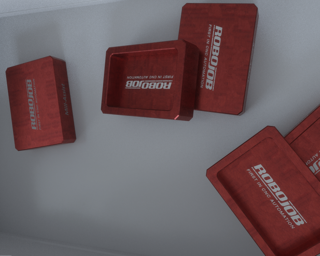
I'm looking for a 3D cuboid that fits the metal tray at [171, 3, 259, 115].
[{"bbox_3d":[0.066,-0.085,0.384,0.090,0.030,0.129,9,93,19],"label":"metal tray"}]

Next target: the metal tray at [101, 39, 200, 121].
[{"bbox_3d":[-0.017,-0.058,0.391,0.130,0.030,0.089,6,91,38],"label":"metal tray"}]

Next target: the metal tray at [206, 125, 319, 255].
[{"bbox_3d":[0.124,0.073,0.331,0.090,0.030,0.130,-39,78,15],"label":"metal tray"}]

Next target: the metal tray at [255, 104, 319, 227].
[{"bbox_3d":[0.181,0.033,0.343,0.130,0.030,0.090,-46,76,14],"label":"metal tray"}]

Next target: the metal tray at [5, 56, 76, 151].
[{"bbox_3d":[-0.182,-0.035,0.472,0.090,0.030,0.129,-10,87,19],"label":"metal tray"}]
